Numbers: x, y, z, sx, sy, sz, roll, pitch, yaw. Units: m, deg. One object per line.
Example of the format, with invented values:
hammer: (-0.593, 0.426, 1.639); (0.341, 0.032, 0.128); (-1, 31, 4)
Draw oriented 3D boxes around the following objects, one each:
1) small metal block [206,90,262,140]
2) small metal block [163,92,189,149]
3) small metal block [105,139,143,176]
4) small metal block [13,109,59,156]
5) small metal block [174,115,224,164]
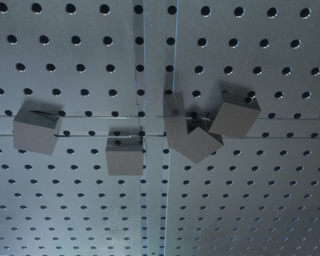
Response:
small metal block: (0.093, -0.016, 0.400); (0.050, 0.025, 0.050); (12, 129, -11)
small metal block: (0.020, -0.010, 0.387); (0.025, 0.050, 0.050); (-6, 130, 5)
small metal block: (-0.050, 0.043, 0.447); (0.050, 0.025, 0.050); (0, 130, -1)
small metal block: (-0.166, 0.006, 0.415); (0.050, 0.025, 0.050); (12, 129, -11)
small metal block: (0.050, 0.017, 0.427); (0.050, 0.025, 0.050); (35, 122, -27)
